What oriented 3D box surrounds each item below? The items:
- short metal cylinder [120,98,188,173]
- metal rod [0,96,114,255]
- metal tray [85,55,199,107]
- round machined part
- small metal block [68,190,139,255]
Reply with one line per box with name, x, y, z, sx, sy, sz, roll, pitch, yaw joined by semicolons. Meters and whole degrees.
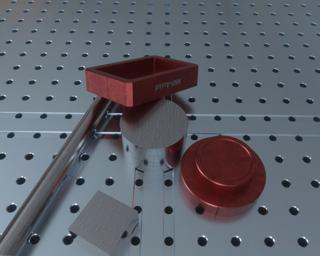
short metal cylinder;-0.007;0.008;0.384;0.081;0.050;0.080;0;50;0
metal rod;-0.116;0.044;0.368;0.025;0.025;0.301;15;51;12
metal tray;-0.022;-0.068;0.419;0.090;0.030;0.131;23;32;39
round machined part;0.073;0.047;0.358;0.099;0.042;0.098;1;50;0
small metal block;-0.057;0.101;0.322;0.050;0.025;0.050;23;54;18
